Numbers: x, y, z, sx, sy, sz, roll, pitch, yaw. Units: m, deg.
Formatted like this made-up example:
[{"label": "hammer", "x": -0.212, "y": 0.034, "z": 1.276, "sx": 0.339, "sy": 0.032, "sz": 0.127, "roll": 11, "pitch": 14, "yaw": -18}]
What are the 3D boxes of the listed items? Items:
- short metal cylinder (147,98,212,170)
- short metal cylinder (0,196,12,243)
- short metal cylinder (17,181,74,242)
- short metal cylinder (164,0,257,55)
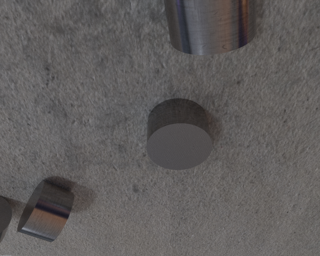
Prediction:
[{"label": "short metal cylinder", "x": 0.024, "y": 0.009, "z": 0.399, "sx": 0.081, "sy": 0.050, "sz": 0.079, "roll": 0, "pitch": 130, "yaw": 0}, {"label": "short metal cylinder", "x": -0.286, "y": 0.152, "z": 0.496, "sx": 0.080, "sy": 0.080, "sz": 0.050, "roll": 22, "pitch": 127, "yaw": -18}, {"label": "short metal cylinder", "x": -0.175, "y": 0.128, "z": 0.478, "sx": 0.050, "sy": 0.080, "sz": 0.080, "roll": 30, "pitch": 124, "yaw": -23}, {"label": "short metal cylinder", "x": 0.046, "y": -0.108, "z": 0.280, "sx": 0.080, "sy": 0.080, "sz": 0.050, "roll": -8, "pitch": 130, "yaw": 6}]
